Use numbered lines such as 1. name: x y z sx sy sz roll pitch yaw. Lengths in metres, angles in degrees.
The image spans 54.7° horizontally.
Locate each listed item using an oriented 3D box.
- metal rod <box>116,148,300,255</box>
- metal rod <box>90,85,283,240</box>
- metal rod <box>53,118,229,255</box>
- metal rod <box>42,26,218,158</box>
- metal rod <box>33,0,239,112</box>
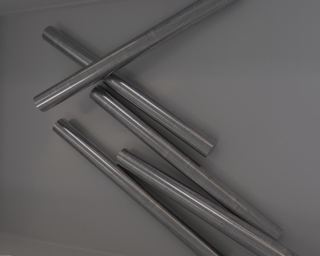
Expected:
1. metal rod: 0.067 0.105 0.368 0.300 0.025 0.025 29 100 24
2. metal rod: 0.022 0.038 0.402 0.300 0.025 0.025 38 102 16
3. metal rod: -0.035 0.083 0.422 0.300 0.025 0.025 37 102 16
4. metal rod: -0.052 -0.058 0.428 0.300 0.025 0.025 36 102 16
5. metal rod: -0.035 -0.102 0.402 0.300 0.025 0.025 -28 81 10
